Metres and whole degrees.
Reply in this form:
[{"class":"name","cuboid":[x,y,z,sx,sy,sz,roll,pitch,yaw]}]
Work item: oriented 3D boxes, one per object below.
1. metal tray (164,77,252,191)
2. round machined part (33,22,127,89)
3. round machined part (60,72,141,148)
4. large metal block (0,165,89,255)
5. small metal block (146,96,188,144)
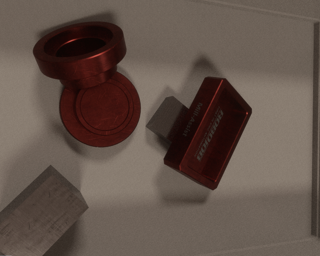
[{"class":"metal tray","cuboid":[0.068,0.008,0.416,0.090,0.030,0.130,36,77,-42]},{"class":"round machined part","cuboid":[-0.086,-0.080,0.350,0.099,0.098,0.042,-25,134,-19]},{"class":"round machined part","cuboid":[-0.070,-0.025,0.376,0.099,0.042,0.097,0,90,-21]},{"class":"large metal block","cuboid":[-0.129,0.090,0.334,0.080,0.080,0.050,-46,105,-14]},{"class":"small metal block","cuboid":[0.018,-0.007,0.418,0.050,0.025,0.050,38,78,-16]}]
